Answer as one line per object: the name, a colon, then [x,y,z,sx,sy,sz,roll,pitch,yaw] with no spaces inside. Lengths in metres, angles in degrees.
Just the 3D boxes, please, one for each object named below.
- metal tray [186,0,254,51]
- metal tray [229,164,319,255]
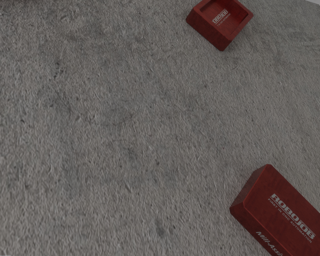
metal tray: [0.117,-0.211,0.591,0.090,0.030,0.131,41,51,-1]
metal tray: [0.165,0.123,0.414,0.130,0.030,0.091,46,51,3]
